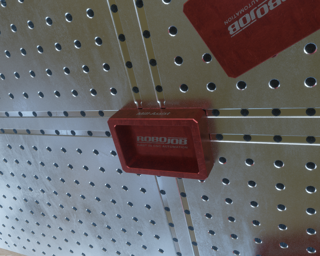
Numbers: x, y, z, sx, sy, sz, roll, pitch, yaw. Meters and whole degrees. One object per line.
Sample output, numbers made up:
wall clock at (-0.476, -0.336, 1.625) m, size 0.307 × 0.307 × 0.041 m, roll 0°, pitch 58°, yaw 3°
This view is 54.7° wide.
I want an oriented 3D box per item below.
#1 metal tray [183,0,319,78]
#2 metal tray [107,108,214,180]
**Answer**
metal tray at (0.097, -0.116, 0.285) m, size 0.130 × 0.030 × 0.090 m, roll -30°, pitch 102°, yaw 37°
metal tray at (0.000, 0.021, 0.418) m, size 0.130 × 0.030 × 0.089 m, roll 1°, pitch 119°, yaw 27°
